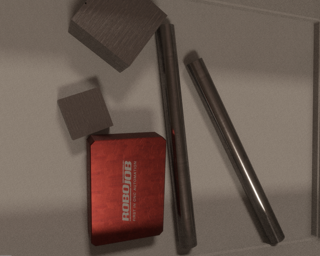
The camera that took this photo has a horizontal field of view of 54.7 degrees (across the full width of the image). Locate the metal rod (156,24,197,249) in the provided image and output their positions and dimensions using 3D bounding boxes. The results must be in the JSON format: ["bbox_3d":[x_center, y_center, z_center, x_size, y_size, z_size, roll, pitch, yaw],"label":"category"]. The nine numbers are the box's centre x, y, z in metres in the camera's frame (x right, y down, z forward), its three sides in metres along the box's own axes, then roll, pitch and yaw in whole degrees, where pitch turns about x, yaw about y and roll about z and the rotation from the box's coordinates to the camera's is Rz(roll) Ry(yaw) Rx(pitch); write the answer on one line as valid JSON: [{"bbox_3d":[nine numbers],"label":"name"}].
[{"bbox_3d":[0.023,0.013,0.420,0.025,0.025,0.298,-7,93,-20],"label":"metal rod"}]

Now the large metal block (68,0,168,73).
[{"bbox_3d":[-0.052,-0.127,0.378,0.080,0.050,0.080,37,78,-17],"label":"large metal block"}]

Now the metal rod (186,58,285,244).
[{"bbox_3d":[0.114,0.039,0.454,0.025,0.025,0.299,-30,100,-18],"label":"metal rod"}]

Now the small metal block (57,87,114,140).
[{"bbox_3d":[-0.091,-0.018,0.377,0.050,0.025,0.050,-22,98,-19],"label":"small metal block"}]

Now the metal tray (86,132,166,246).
[{"bbox_3d":[-0.041,0.072,0.380,0.091,0.030,0.129,-3,102,-20],"label":"metal tray"}]
